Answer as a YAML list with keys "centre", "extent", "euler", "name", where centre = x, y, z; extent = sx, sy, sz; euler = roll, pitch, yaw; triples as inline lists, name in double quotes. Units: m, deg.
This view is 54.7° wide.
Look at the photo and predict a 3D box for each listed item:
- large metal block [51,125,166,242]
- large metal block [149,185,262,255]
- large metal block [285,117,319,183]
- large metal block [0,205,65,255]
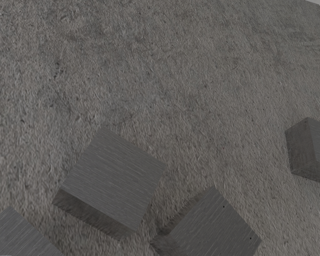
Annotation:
- centre: [-0.052, 0.058, 0.324]
  extent: [0.080, 0.050, 0.080]
  euler: [33, 51, -7]
  name: "large metal block"
- centre: [0.050, 0.125, 0.339]
  extent: [0.080, 0.050, 0.081]
  euler: [49, 51, 6]
  name: "large metal block"
- centre: [0.257, 0.039, 0.502]
  extent: [0.081, 0.050, 0.080]
  euler: [19, 54, -17]
  name: "large metal block"
- centre: [-0.124, 0.124, 0.245]
  extent: [0.080, 0.050, 0.080]
  euler: [42, 51, 1]
  name: "large metal block"
